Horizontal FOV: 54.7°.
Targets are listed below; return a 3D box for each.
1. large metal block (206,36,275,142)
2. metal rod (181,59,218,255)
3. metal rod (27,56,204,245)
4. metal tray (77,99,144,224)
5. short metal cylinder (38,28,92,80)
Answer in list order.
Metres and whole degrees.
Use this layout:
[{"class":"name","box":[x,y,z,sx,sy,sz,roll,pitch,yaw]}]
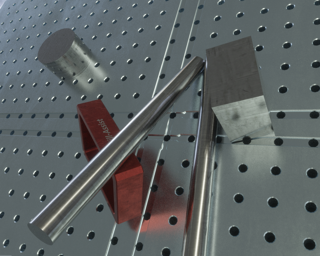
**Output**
[{"class":"large metal block","box":[0.091,-0.041,0.350,0.050,0.080,0.080,-13,56,21]},{"class":"metal rod","box":[0.052,0.030,0.362,0.025,0.025,0.300,-4,60,26]},{"class":"metal rod","box":[-0.019,-0.004,0.338,0.025,0.025,0.301,7,39,31]},{"class":"metal tray","box":[-0.063,0.037,0.375,0.030,0.089,0.130,-17,47,-23]},{"class":"short metal cylinder","box":[-0.173,-0.134,0.566,0.080,0.050,0.080,-13,56,21]}]
